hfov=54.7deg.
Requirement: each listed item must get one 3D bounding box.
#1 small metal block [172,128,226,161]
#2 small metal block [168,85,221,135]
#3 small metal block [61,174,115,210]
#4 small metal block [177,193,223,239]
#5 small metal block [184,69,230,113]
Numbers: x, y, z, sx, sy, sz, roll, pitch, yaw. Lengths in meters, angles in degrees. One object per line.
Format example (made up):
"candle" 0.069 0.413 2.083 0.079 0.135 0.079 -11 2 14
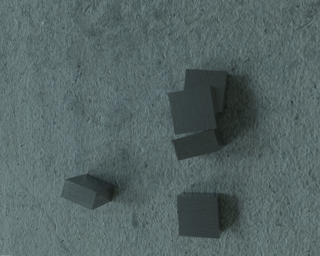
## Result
"small metal block" 0.049 0.018 0.378 0.050 0.050 0.025 -16 88 19
"small metal block" 0.041 -0.021 0.368 0.050 0.025 0.050 -9 89 20
"small metal block" -0.099 0.087 0.431 0.050 0.050 0.025 17 96 19
"small metal block" 0.051 0.109 0.391 0.050 0.025 0.050 -3 89 20
"small metal block" 0.058 -0.046 0.389 0.050 0.025 0.050 7 92 20
